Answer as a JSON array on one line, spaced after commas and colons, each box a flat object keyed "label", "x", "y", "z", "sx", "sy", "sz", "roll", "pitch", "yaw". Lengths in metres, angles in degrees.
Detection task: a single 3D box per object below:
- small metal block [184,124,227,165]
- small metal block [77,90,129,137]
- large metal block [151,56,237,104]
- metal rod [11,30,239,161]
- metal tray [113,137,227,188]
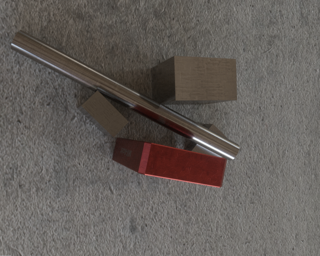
[{"label": "small metal block", "x": 0.071, "y": 0.029, "z": 0.438, "sx": 0.050, "sy": 0.025, "sz": 0.050, "roll": 43, "pitch": 76, "yaw": -15}, {"label": "small metal block", "x": -0.070, "y": -0.016, "z": 0.371, "sx": 0.050, "sy": 0.050, "sz": 0.025, "roll": 46, "pitch": 76, "yaw": -15}, {"label": "large metal block", "x": 0.041, "y": -0.057, "z": 0.396, "sx": 0.081, "sy": 0.080, "sz": 0.050, "roll": -2, "pitch": 91, "yaw": -20}, {"label": "metal rod", "x": -0.031, "y": -0.034, "z": 0.385, "sx": 0.301, "sy": 0.025, "sz": 0.025, "roll": 27, "pitch": 81, "yaw": -13}, {"label": "metal tray", "x": 0.004, "y": 0.036, "z": 0.357, "sx": 0.091, "sy": 0.130, "sz": 0.030, "roll": 13, "pitch": 86, "yaw": -20}]
